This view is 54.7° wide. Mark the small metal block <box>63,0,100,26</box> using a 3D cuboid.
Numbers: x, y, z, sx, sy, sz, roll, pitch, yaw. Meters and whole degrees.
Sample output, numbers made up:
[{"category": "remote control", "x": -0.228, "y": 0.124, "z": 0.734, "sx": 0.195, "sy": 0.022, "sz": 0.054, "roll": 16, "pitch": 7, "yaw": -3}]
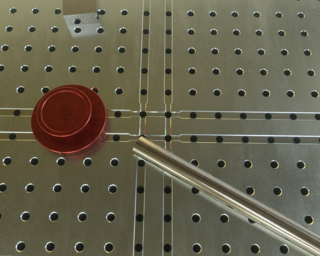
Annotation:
[{"category": "small metal block", "x": -0.122, "y": -0.188, "z": 0.479, "sx": 0.050, "sy": 0.025, "sz": 0.050, "roll": -7, "pitch": 70, "yaw": -3}]

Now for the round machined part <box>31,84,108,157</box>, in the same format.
[{"category": "round machined part", "x": -0.120, "y": -0.014, "z": 0.406, "sx": 0.099, "sy": 0.042, "sz": 0.098, "roll": 0, "pitch": 70, "yaw": -1}]

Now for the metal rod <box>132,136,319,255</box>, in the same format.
[{"category": "metal rod", "x": 0.101, "y": 0.092, "z": 0.379, "sx": 0.301, "sy": 0.025, "sz": 0.025, "roll": 28, "pitch": 72, "yaw": 9}]
